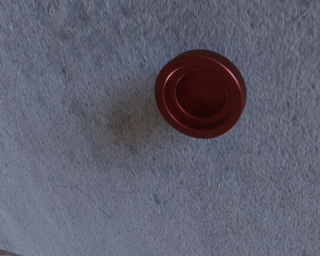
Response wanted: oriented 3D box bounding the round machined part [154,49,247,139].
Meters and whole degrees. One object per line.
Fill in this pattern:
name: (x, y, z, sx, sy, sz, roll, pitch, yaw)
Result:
round machined part: (0.047, -0.040, 0.346, 0.098, 0.042, 0.097, 13, 124, 20)
